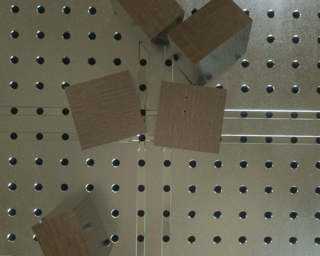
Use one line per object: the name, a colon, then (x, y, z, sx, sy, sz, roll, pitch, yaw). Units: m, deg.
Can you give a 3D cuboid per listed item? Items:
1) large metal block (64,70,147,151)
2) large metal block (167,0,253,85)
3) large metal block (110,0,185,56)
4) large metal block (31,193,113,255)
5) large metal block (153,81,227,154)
large metal block: (-0.067, -0.022, 0.400, 0.080, 0.050, 0.080, -16, 90, -1)
large metal block: (0.061, -0.103, 0.381, 0.080, 0.080, 0.050, -38, 74, 0)
large metal block: (-0.017, -0.145, 0.386, 0.050, 0.080, 0.080, -40, 91, 0)
large metal block: (-0.104, 0.136, 0.385, 0.050, 0.080, 0.080, -24, 90, 0)
large metal block: (0.037, -0.013, 0.401, 0.081, 0.050, 0.080, 7, 90, -1)
